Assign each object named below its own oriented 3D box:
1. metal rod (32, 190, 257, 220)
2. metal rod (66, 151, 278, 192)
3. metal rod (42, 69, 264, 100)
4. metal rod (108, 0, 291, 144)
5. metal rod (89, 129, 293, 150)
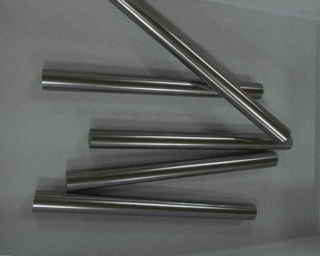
[{"bbox_3d":[-0.005,0.104,0.408,0.302,0.025,0.025,8,87,-20],"label":"metal rod"},{"bbox_3d":[0.030,0.055,0.421,0.303,0.025,0.025,-3,91,-20],"label":"metal rod"},{"bbox_3d":[0.005,-0.056,0.412,0.302,0.025,0.025,0,90,-20],"label":"metal rod"},{"bbox_3d":[0.055,-0.081,0.408,0.301,0.025,0.025,39,78,-8],"label":"metal rod"},{"bbox_3d":[0.056,0.018,0.430,0.302,0.025,0.025,2,90,-20],"label":"metal rod"}]
